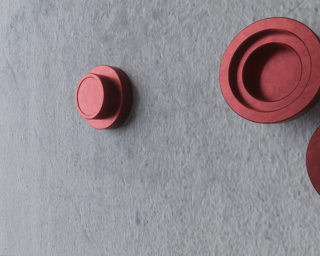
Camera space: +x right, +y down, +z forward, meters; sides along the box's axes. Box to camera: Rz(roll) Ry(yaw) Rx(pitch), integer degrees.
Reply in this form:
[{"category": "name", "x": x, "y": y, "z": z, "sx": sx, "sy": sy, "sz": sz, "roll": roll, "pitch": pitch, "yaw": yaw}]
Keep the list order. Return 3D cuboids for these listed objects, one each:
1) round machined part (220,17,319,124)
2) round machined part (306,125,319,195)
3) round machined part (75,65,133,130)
[{"category": "round machined part", "x": 0.112, "y": -0.053, "z": 0.301, "sx": 0.098, "sy": 0.042, "sz": 0.097, "roll": 0, "pitch": 90, "yaw": 39}, {"category": "round machined part", "x": 0.171, "y": 0.029, "z": 0.252, "sx": 0.098, "sy": 0.042, "sz": 0.097, "roll": 0, "pitch": 90, "yaw": 39}, {"category": "round machined part", "x": -0.090, "y": -0.046, "z": 0.466, "sx": 0.098, "sy": 0.042, "sz": 0.097, "roll": 0, "pitch": 90, "yaw": 39}]
